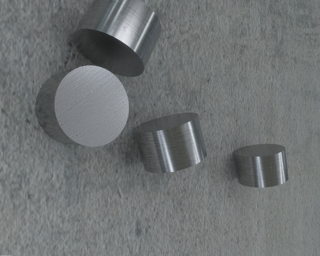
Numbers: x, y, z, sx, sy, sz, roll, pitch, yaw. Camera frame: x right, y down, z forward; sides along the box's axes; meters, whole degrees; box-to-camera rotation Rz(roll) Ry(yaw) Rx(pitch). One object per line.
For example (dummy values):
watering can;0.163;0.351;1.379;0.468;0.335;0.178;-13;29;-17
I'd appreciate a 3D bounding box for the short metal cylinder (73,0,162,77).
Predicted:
short metal cylinder;-0.045;-0.098;0.333;0.080;0.080;0.050;35;69;-35

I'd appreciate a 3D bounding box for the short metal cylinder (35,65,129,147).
short metal cylinder;-0.080;-0.021;0.323;0.081;0.050;0.079;0;90;-40

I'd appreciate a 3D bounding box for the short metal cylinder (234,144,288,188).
short metal cylinder;0.167;0.060;0.512;0.081;0.080;0.050;-16;101;-39

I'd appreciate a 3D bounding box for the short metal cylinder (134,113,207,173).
short metal cylinder;0.013;0.016;0.382;0.081;0.080;0.050;-24;105;-38
